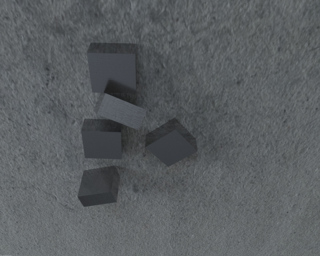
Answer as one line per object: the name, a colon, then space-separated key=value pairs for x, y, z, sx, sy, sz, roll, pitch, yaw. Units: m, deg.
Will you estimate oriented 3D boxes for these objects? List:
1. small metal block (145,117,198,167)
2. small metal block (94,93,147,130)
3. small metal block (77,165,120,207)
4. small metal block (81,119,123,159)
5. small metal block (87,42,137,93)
small metal block: x=0.016 y=0.021 z=0.425 sx=0.050 sy=0.025 sz=0.050 roll=-31 pitch=124 yaw=23
small metal block: x=-0.049 y=-0.021 z=0.369 sx=0.050 sy=0.050 sz=0.025 roll=22 pitch=91 yaw=-18
small metal block: x=-0.090 y=0.087 z=0.463 sx=0.050 sy=0.050 sz=0.025 roll=-10 pitch=130 yaw=8
small metal block: x=-0.076 y=0.015 z=0.419 sx=0.050 sy=0.025 sz=0.050 roll=2 pitch=130 yaw=-3
small metal block: x=-0.052 y=-0.067 z=0.349 sx=0.050 sy=0.025 sz=0.050 roll=1 pitch=130 yaw=-1
